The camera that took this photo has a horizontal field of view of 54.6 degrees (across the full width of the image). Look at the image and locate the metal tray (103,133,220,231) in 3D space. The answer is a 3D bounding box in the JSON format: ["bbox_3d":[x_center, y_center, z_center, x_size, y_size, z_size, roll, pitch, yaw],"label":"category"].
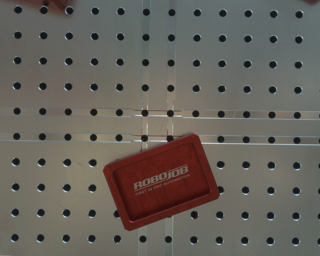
[{"bbox_3d":[0.002,0.069,0.410,0.131,0.030,0.090,-20,90,0],"label":"metal tray"}]

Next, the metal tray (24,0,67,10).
[{"bbox_3d":[-0.182,-0.220,0.410,0.131,0.030,0.090,15,90,0],"label":"metal tray"}]
